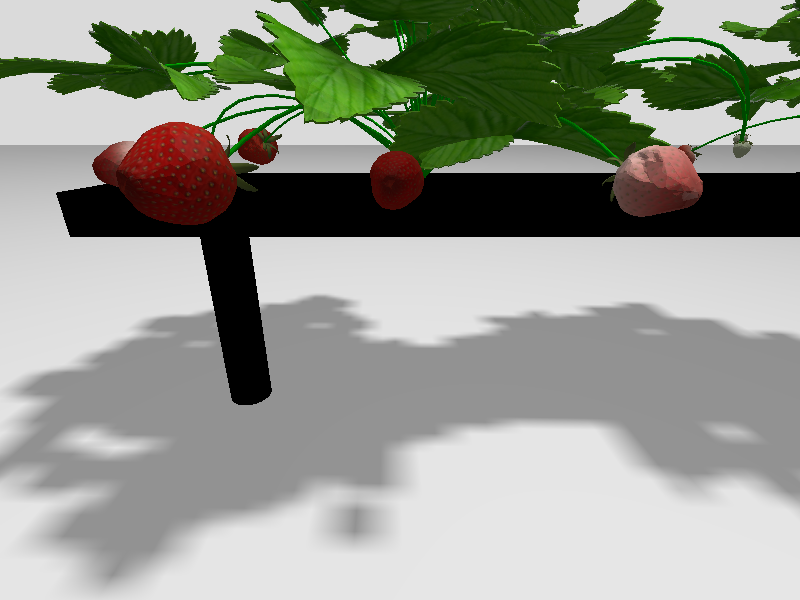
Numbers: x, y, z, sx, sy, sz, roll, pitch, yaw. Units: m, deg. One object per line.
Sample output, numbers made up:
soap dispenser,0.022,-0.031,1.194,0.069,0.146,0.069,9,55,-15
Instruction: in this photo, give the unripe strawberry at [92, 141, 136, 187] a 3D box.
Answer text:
unripe strawberry,-0.171,-0.083,0.249,0.033,0.029,0.033,-18,27,-19

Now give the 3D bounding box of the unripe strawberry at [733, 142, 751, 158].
unripe strawberry,0.255,-0.112,0.299,0.011,0.011,0.010,3,23,7

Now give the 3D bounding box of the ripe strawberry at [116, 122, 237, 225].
ripe strawberry,-0.089,-0.048,0.159,0.038,0.040,0.041,13,31,28

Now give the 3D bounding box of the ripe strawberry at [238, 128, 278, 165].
ripe strawberry,-0.160,-0.169,0.445,0.040,0.039,0.044,-7,14,39

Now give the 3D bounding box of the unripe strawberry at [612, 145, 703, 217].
unripe strawberry,0.105,-0.047,0.163,0.033,0.029,0.030,-10,35,-23

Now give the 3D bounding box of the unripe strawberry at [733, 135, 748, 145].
unripe strawberry,0.288,-0.134,0.339,0.010,0.010,0.011,-1,23,-3

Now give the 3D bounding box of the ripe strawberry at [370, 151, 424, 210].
ripe strawberry,-0.002,-0.058,0.195,0.027,0.028,0.029,3,23,8

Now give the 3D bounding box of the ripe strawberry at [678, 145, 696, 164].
ripe strawberry,0.300,-0.151,0.425,0.022,0.022,0.020,-29,3,37
